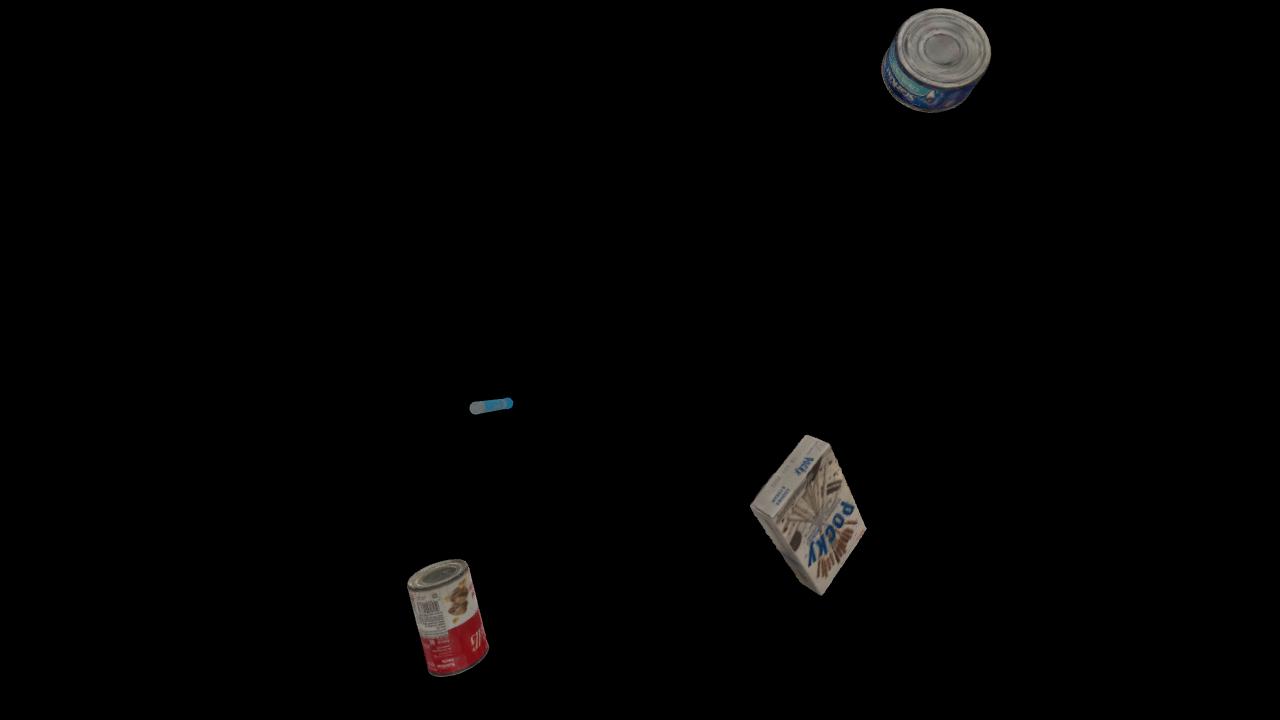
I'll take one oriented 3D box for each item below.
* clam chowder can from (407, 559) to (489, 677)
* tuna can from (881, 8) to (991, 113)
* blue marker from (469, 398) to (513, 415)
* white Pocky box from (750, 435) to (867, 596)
[{"bbox_3d":[-0.212,0.281,0.678,0.068,0.102,0.068,-12,7,1],"label":"clam chowder can"},{"bbox_3d":[0.260,-0.264,0.541,0.084,0.084,0.034,0,-13,2],"label":"tuna can"},{"bbox_3d":[-0.225,0.070,0.945,0.020,0.020,0.121,0,0,11],"label":"blue marker"},{"bbox_3d":[0.156,0.142,0.553,0.028,0.084,0.154,24,-24,47],"label":"white Pocky box"}]
